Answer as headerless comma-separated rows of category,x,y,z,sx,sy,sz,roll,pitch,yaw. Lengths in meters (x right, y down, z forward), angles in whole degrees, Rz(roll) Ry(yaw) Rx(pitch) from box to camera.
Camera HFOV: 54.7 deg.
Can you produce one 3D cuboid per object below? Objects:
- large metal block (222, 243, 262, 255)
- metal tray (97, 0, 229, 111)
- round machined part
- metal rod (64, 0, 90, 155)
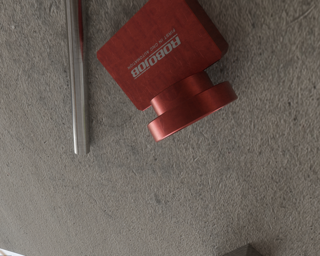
large metal block,0.112,0.229,0.454,0.050,0.080,0.080,42,129,-1
metal tray,-0.002,-0.086,0.351,0.130,0.030,0.090,-31,102,38
round machined part,0.029,-0.026,0.331,0.098,0.099,0.042,-31,86,38
metal rod,-0.108,-0.087,0.410,0.025,0.025,0.298,19,126,17
